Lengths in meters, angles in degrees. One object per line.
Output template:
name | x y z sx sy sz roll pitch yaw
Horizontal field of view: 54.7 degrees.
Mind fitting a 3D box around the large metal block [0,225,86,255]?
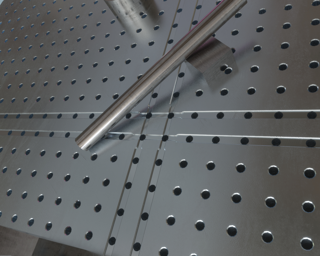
large metal block | -0.149 0.151 0.356 0.080 0.080 0.050 3 63 29

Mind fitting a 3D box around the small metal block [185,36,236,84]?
small metal block | 0.067 -0.097 0.432 0.050 0.025 0.050 -40 51 0

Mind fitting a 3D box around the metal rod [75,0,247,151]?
metal rod | -0.004 -0.075 0.430 0.300 0.025 0.025 -42 51 9

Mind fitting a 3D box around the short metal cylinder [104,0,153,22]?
short metal cylinder | -0.061 -0.244 0.572 0.080 0.050 0.080 -13 56 21
